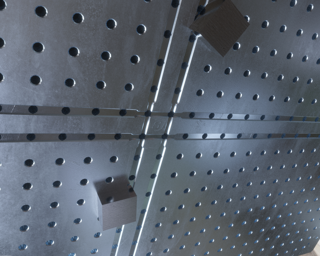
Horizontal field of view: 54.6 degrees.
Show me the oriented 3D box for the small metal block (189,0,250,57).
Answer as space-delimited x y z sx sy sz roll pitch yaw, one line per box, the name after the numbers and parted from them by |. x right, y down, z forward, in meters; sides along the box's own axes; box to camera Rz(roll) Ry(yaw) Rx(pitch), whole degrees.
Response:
0.072 -0.123 0.374 0.050 0.025 0.050 32 100 -38 | small metal block

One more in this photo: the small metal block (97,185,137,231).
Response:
-0.062 0.115 0.448 0.050 0.025 0.050 -10 123 -23 | small metal block
